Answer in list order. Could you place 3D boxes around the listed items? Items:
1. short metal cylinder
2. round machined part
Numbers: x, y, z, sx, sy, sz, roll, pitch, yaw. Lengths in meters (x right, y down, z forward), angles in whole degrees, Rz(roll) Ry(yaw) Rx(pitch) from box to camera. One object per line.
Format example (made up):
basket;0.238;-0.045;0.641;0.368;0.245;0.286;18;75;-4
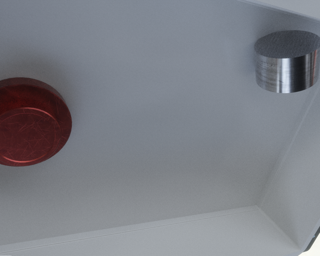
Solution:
short metal cylinder;0.168;-0.090;0.412;0.080;0.080;0.050;-26;128;-13
round machined part;-0.141;0.001;0.321;0.099;0.042;0.097;-14;125;-21
